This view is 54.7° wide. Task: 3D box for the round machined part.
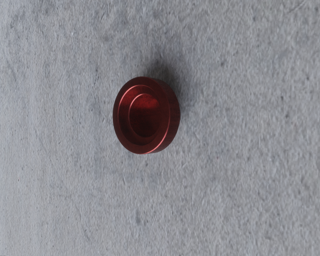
[{"bbox_3d":[-0.013,-0.016,0.403,0.098,0.042,0.097,0,90,39],"label":"round machined part"}]
